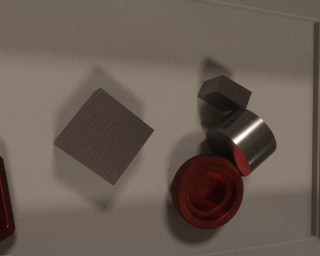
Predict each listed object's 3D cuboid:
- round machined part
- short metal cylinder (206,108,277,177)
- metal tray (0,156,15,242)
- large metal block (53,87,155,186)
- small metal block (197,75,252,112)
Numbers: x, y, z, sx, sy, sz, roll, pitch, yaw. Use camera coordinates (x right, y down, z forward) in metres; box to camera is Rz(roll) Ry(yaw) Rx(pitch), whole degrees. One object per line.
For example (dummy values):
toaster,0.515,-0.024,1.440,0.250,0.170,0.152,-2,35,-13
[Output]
round machined part,0.061,0.084,0.425,0.099,0.042,0.097,-1,91,-20
short metal cylinder,0.109,0.019,0.423,0.050,0.080,0.080,-37,102,-17
metal tray,-0.198,0.081,0.285,0.030,0.130,0.089,-7,94,16
large metal block,-0.068,0.010,0.373,0.080,0.050,0.080,39,77,-16
small metal block,0.089,-0.047,0.431,0.050,0.050,0.025,26,78,-19
